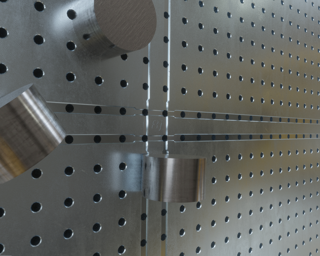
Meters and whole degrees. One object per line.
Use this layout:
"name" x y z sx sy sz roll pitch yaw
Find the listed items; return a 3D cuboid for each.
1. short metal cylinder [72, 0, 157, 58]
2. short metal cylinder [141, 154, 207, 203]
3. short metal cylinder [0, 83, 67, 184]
"short metal cylinder" -0.051 -0.123 0.351 0.081 0.050 0.079 0 90 -40
"short metal cylinder" 0.017 0.060 0.390 0.081 0.080 0.050 3 88 -40
"short metal cylinder" -0.130 0.004 0.266 0.080 0.080 0.050 -44 117 -31
